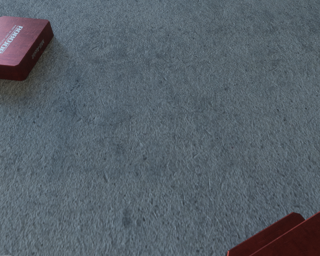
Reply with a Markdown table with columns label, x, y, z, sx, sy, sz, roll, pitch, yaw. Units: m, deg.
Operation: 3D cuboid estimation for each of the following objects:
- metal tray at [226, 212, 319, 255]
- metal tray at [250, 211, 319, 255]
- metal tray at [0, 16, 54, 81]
| label | x | y | z | sx | sy | sz | roll | pitch | yaw |
| --- | --- | --- | --- | --- | --- | --- | --- | --- | --- |
| metal tray | 0.129 | 0.152 | 0.273 | 0.091 | 0.030 | 0.130 | -23 | 54 | -18 |
| metal tray | 0.131 | 0.129 | 0.253 | 0.131 | 0.030 | 0.090 | -23 | 54 | -18 |
| metal tray | -0.244 | -0.135 | 0.511 | 0.090 | 0.030 | 0.130 | 7 | 50 | 5 |
